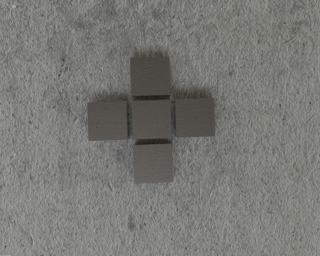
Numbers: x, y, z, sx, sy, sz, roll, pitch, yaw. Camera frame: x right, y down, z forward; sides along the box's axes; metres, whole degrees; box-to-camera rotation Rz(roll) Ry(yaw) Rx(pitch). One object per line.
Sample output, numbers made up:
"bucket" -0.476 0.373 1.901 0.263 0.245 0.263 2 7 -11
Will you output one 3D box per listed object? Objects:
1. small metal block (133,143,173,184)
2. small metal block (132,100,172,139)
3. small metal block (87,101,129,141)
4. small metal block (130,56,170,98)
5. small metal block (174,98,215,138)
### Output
"small metal block" -0.009 0.046 0.411 0.050 0.025 0.050 -2 90 -1
"small metal block" -0.011 -0.011 0.411 0.050 0.025 0.050 -2 90 -1
"small metal block" -0.068 -0.009 0.410 0.050 0.025 0.050 -2 90 -1
"small metal block" -0.013 -0.067 0.411 0.050 0.025 0.050 -2 90 -1
"small metal block" 0.045 -0.013 0.412 0.050 0.025 0.050 -2 90 -1
